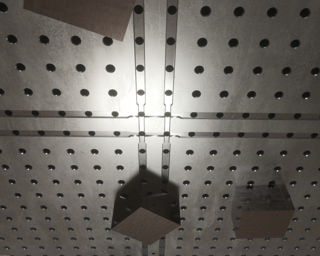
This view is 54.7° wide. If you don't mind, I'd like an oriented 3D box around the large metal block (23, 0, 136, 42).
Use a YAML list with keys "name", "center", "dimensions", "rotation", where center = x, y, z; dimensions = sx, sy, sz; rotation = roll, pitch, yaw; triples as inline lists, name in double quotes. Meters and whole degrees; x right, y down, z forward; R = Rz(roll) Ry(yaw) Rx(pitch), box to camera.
- name: "large metal block"
  center: [-0.061, -0.126, 0.267]
  dimensions: [0.081, 0.080, 0.050]
  rotation: [16, 128, -13]

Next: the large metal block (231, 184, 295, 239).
- name: "large metal block"
  center: [0.168, 0.140, 0.518]
  dimensions: [0.081, 0.050, 0.079]
  rotation: [-2, 130, 1]

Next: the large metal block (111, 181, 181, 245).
- name: "large metal block"
  center: [-0.023, 0.145, 0.518]
  dimensions: [0.080, 0.050, 0.080]
  rotation: [32, 123, -25]
